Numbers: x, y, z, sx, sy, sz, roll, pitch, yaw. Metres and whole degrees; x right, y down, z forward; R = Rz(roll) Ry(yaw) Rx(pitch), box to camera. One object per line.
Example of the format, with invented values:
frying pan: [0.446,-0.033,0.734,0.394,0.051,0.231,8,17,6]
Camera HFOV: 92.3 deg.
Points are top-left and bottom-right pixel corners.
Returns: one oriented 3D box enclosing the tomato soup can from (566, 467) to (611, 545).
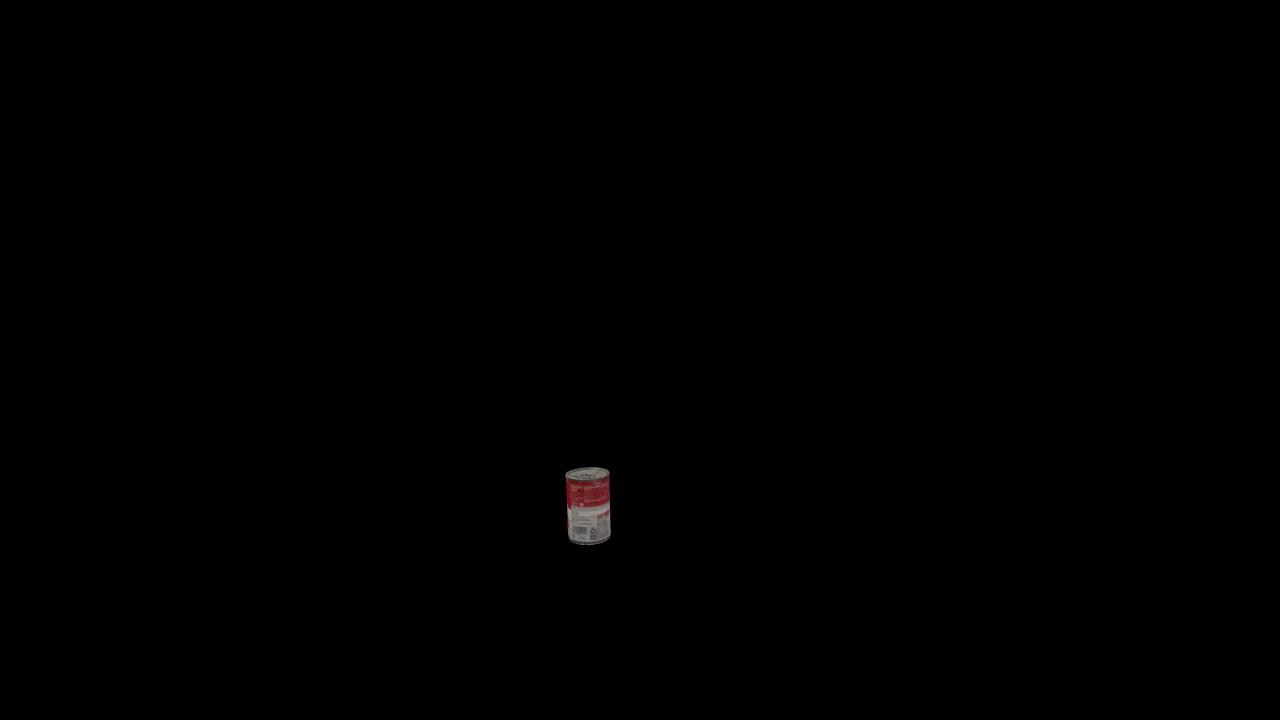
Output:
tomato soup can: [-0.078,0.222,0.940,0.068,0.101,0.068,-2,6,0]
